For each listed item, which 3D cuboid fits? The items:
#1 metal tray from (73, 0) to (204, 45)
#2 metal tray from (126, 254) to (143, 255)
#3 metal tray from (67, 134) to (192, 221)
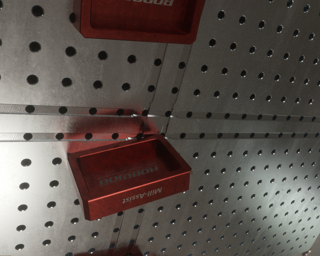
[{"bbox_3d":[-0.017,-0.136,0.315,0.131,0.030,0.089,-4,121,-27],"label":"metal tray"},{"bbox_3d":[-0.092,0.263,0.522,0.131,0.030,0.089,5,116,-31],"label":"metal tray"},{"bbox_3d":[-0.038,0.055,0.383,0.131,0.090,0.030,-13,124,-22],"label":"metal tray"}]
